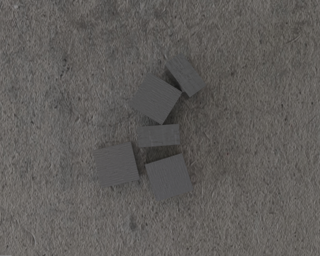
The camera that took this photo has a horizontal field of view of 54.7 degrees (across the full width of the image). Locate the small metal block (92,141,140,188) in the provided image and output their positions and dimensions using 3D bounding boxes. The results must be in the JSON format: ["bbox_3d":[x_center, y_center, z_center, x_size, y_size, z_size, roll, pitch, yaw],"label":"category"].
[{"bbox_3d":[-0.056,0.047,0.409,0.050,0.025,0.050,-14,90,0],"label":"small metal block"}]

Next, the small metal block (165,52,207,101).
[{"bbox_3d":[0.031,-0.064,0.398,0.025,0.050,0.050,-37,90,0],"label":"small metal block"}]

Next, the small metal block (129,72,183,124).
[{"bbox_3d":[-0.006,-0.038,0.410,0.050,0.025,0.050,32,90,0],"label":"small metal block"}]

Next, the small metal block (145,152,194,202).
[{"bbox_3d":[0.012,0.063,0.410,0.050,0.025,0.050,-17,90,0],"label":"small metal block"}]

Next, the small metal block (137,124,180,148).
[{"bbox_3d":[-0.002,0.009,0.397,0.050,0.050,0.025,-4,90,0],"label":"small metal block"}]
